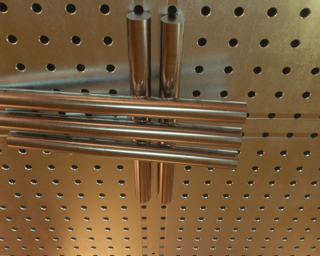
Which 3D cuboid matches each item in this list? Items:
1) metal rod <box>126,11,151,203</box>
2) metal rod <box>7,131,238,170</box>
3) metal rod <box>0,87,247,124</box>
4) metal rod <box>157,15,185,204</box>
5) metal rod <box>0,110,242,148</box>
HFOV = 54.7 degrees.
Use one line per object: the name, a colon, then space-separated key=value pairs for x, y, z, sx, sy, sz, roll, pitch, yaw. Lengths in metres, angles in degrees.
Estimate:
metal rod: x=-0.025 y=-0.001 z=0.411 sx=0.025 sy=0.025 sz=0.298 roll=1 pitch=130 yaw=-1
metal rod: x=-0.052 y=0.028 z=0.407 sx=0.302 sy=0.025 sz=0.025 roll=5 pitch=131 yaw=6
metal rod: x=-0.055 y=-0.027 z=0.361 sx=0.302 sy=0.025 sz=0.025 roll=4 pitch=131 yaw=6
metal rod: x=0.010 y=0.002 z=0.414 sx=0.025 sy=0.025 sz=0.298 roll=1 pitch=130 yaw=-1
metal rod: x=-0.054 y=0.000 z=0.384 sx=0.302 sy=0.025 sz=0.025 roll=4 pitch=131 yaw=6
